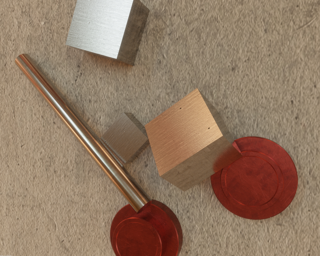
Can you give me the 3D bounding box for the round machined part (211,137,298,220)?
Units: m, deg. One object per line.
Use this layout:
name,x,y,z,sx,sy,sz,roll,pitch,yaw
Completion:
round machined part,0.108,0.059,0.362,0.098,0.042,0.097,0,90,20

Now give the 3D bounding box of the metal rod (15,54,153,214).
metal rod,-0.117,-0.004,0.436,0.300,0.025,0.025,46,104,19

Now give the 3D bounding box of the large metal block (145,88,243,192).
large metal block,0.036,0.014,0.363,0.080,0.050,0.080,-35,44,16

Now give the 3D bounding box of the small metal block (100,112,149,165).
small metal block,-0.044,0.014,0.425,0.050,0.025,0.050,-47,76,14

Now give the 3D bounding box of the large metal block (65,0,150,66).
large metal block,-0.070,-0.137,0.420,0.080,0.050,0.080,19,96,19

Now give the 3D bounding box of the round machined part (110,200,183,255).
round machined part,-0.023,0.146,0.408,0.098,0.042,0.097,0,90,20
